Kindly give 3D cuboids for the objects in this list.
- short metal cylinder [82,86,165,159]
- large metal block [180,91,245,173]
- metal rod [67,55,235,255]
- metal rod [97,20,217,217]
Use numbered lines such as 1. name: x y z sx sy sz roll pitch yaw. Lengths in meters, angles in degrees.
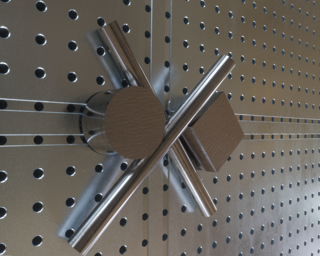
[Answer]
1. short metal cylinder: -0.041 -0.006 0.354 0.081 0.050 0.079 0 90 -40
2. large metal block: 0.067 0.005 0.443 0.080 0.050 0.080 -46 118 -30
3. metal rod: 0.002 0.019 0.379 0.301 0.025 0.025 -50 120 -18
4. metal rod: 0.007 0.003 0.409 0.025 0.025 0.299 -43 116 -31
